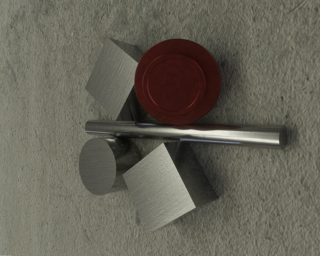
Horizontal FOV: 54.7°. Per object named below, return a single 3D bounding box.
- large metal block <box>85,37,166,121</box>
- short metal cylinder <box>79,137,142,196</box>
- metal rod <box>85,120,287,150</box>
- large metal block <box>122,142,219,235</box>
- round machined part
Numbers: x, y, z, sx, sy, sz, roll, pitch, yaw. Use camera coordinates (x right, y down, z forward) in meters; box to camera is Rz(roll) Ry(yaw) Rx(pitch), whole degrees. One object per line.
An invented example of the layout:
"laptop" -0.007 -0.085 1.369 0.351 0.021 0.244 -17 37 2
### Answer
"large metal block" -0.048 -0.065 0.424 0.080 0.050 0.080 44 116 31
"short metal cylinder" -0.072 0.053 0.447 0.080 0.050 0.079 0 90 39
"metal rod" 0.006 0.004 0.401 0.300 0.025 0.025 3 92 39
"large metal block" 0.011 0.071 0.379 0.080 0.050 0.080 -40 66 32
"round machined part" 0.018 -0.050 0.348 0.098 0.042 0.097 3 105 11
